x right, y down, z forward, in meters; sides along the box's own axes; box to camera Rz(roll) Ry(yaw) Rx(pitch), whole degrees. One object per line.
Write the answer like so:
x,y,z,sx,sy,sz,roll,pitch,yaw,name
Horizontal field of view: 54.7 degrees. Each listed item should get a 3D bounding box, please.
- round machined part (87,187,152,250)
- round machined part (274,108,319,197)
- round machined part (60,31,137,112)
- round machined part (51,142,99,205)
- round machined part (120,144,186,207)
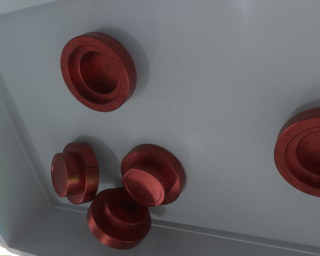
-0.057,0.130,0.473,0.098,0.098,0.042,34,120,5,round machined part
0.172,0.021,0.320,0.098,0.042,0.097,13,124,21,round machined part
-0.072,-0.073,0.391,0.098,0.042,0.097,13,124,21,round machined part
-0.137,0.071,0.484,0.098,0.042,0.097,3,93,50,round machined part
-0.016,0.076,0.453,0.098,0.042,0.097,13,124,21,round machined part
